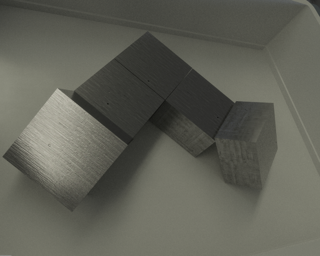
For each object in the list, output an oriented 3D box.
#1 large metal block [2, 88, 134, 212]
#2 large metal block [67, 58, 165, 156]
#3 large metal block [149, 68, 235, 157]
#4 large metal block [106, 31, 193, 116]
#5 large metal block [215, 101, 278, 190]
[{"bbox_3d":[-0.085,0.019,0.302,0.080,0.050,0.080,39,94,-2],"label":"large metal block"},{"bbox_3d":[-0.055,-0.023,0.372,0.080,0.050,0.080,39,51,-2],"label":"large metal block"},{"bbox_3d":[0.047,-0.022,0.425,0.080,0.050,0.080,39,51,-2],"label":"large metal block"},{"bbox_3d":[-0.016,-0.073,0.423,0.080,0.050,0.080,39,51,-2],"label":"large metal block"},{"bbox_3d":[0.118,0.021,0.411,0.080,0.050,0.080,-52,136,-39],"label":"large metal block"}]
